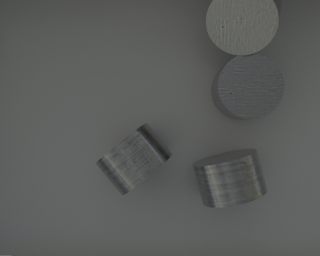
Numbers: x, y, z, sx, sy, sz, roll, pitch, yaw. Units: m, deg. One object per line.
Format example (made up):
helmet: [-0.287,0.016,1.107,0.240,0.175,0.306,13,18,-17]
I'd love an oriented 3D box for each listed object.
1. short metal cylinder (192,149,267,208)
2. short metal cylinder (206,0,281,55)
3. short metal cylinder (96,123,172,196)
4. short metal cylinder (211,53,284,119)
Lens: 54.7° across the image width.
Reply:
short metal cylinder: [0.086,0.060,0.384,0.080,0.080,0.050,-15,90,0]
short metal cylinder: [0.100,-0.134,0.368,0.080,0.050,0.079,13,131,15]
short metal cylinder: [-0.032,0.038,0.384,0.080,0.080,0.050,-39,90,0]
short metal cylinder: [0.110,-0.051,0.400,0.081,0.050,0.080,0,90,0]
